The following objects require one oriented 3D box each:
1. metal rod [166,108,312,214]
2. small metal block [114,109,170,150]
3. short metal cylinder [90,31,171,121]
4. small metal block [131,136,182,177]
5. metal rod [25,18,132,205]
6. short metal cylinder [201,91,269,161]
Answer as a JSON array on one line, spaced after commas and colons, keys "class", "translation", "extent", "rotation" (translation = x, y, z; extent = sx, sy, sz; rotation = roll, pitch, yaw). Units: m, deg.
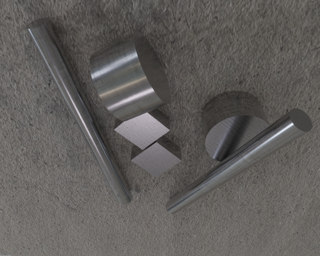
[{"class": "metal rod", "translation": [0.075, 0.063, 0.402], "extent": [0.025, 0.025, 0.298], "rotation": [17, 146, -14]}, {"class": "small metal block", "translation": [-0.023, -0.005, 0.402], "extent": [0.050, 0.025, 0.050], "rotation": [-37, 122, 27]}, {"class": "short metal cylinder", "translation": [-0.029, -0.053, 0.325], "extent": [0.050, 0.080, 0.080], "rotation": [-22, 127, 17]}, {"class": "small metal block", "translation": [-0.005, 0.037, 0.439], "extent": [0.050, 0.025, 0.050], "rotation": [-36, 122, 26]}, {"class": "metal rod", "translation": [-0.091, 0.004, 0.409], "extent": [0.025, 0.025, 0.299], "rotation": [-10, 130, 8]}, {"class": "short metal cylinder", "translation": [0.095, 0.000, 0.392], "extent": [0.081, 0.050, 0.079], "rotation": [0, 130, 0]}]
